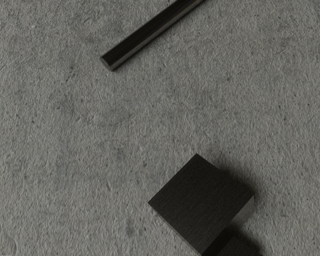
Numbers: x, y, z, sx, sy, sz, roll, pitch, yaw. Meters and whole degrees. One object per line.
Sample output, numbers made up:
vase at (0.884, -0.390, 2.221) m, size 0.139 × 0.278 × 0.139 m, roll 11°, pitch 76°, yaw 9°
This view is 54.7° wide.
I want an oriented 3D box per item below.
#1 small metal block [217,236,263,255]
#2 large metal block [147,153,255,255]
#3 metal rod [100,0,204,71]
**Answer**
small metal block at (0.081, 0.153, 0.353) m, size 0.050 × 0.025 × 0.050 m, roll 32°, pitch 73°, yaw 10°
large metal block at (0.048, 0.089, 0.349) m, size 0.080 × 0.050 × 0.080 m, roll -43°, pitch 55°, yaw -14°
metal rod at (0.033, -0.187, 0.476) m, size 0.301 × 0.025 × 0.025 m, roll -41°, pitch 75°, yaw -14°
